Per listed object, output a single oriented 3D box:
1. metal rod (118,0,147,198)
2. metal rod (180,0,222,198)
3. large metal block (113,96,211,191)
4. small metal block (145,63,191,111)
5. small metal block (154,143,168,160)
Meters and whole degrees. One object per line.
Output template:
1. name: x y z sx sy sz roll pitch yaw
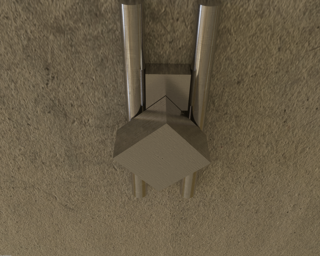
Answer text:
1. metal rod: -0.030 -0.011 0.400 0.025 0.025 0.298 0 130 -1
2. metal rod: 0.046 -0.011 0.401 0.025 0.025 0.298 0 130 -1
3. large metal block: 0.003 0.022 0.375 0.080 0.050 0.080 -33 123 25
4. small metal block: 0.009 -0.048 0.366 0.050 0.025 0.050 0 130 -1
5. small metal block: 0.007 0.040 0.441 0.050 0.025 0.050 0 130 -1
